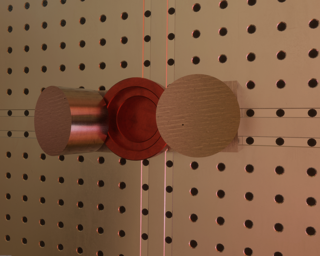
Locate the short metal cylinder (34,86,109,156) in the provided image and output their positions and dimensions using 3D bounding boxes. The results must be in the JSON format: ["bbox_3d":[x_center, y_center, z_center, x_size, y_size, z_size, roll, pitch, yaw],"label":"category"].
[{"bbox_3d":[-0.106,-0.008,0.370,0.080,0.050,0.079,1,92,41],"label":"short metal cylinder"}]

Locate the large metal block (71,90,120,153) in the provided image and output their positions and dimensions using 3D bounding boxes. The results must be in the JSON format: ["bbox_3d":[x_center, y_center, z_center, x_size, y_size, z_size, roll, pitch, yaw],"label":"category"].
[{"bbox_3d":[-0.085,-0.009,0.429,0.080,0.050,0.080,1,90,20],"label":"large metal block"}]

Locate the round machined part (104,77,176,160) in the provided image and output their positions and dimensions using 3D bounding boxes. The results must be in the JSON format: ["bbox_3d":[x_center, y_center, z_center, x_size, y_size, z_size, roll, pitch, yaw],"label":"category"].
[{"bbox_3d":[-0.023,-0.011,0.380,0.098,0.042,0.097,0,90,20],"label":"round machined part"}]

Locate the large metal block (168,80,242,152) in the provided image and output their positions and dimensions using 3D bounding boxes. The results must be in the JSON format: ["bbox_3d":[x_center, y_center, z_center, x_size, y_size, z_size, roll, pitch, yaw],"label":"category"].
[{"bbox_3d":[0.057,-0.012,0.379,0.080,0.050,0.080,-1,90,20],"label":"large metal block"}]

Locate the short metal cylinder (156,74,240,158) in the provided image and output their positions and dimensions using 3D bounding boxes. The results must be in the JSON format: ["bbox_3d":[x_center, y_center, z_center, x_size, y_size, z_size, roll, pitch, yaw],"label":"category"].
[{"bbox_3d":[0.036,-0.012,0.319,0.081,0.050,0.080,0,90,0],"label":"short metal cylinder"}]
